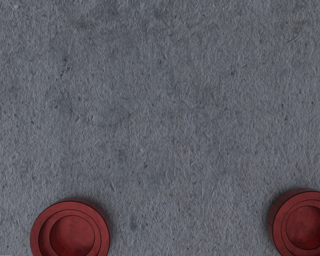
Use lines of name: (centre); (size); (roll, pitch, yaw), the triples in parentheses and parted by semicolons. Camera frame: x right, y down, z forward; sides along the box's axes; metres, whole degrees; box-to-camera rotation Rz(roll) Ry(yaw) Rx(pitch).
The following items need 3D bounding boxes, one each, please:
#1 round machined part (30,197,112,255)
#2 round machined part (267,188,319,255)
round machined part: (-0.110, 0.138, 0.401); (0.099, 0.042, 0.097); (0, 90, 0)
round machined part: (0.187, 0.126, 0.403); (0.099, 0.042, 0.097); (0, 90, 0)
